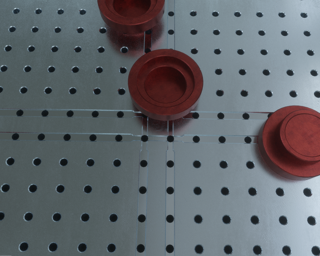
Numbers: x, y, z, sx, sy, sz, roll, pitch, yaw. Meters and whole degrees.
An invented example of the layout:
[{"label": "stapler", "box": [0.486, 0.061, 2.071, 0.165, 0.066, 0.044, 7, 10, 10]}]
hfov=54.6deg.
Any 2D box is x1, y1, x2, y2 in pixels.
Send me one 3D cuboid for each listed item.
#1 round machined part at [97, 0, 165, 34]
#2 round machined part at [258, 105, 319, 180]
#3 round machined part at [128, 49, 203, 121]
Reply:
[{"label": "round machined part", "box": [-0.042, -0.183, 0.469, 0.099, 0.042, 0.098, 0, 70, 0]}, {"label": "round machined part", "box": [0.181, 0.015, 0.398, 0.099, 0.042, 0.098, 0, 70, 0]}, {"label": "round machined part", "box": [0.008, -0.055, 0.423, 0.099, 0.042, 0.098, 0, 70, 0]}]
